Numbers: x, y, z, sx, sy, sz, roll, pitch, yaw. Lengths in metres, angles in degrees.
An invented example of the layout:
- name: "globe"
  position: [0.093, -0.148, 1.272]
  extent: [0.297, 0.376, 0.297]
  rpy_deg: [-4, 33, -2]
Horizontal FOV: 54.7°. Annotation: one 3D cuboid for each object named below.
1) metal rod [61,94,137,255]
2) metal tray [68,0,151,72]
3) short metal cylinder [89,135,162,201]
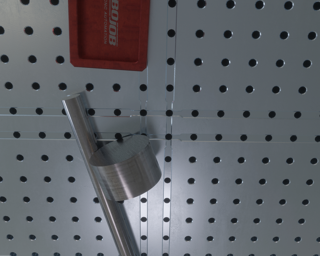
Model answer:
- name: "metal rod"
  position: [-0.078, 0.096, 0.447]
  extent: [0.025, 0.025, 0.298]
  rpy_deg: [-13, 110, 5]
- name: "metal tray"
  position: [-0.057, -0.135, 0.360]
  extent: [0.091, 0.030, 0.129]
  rpy_deg: [4, 110, -2]
- name: "short metal cylinder"
  position: [-0.044, 0.049, 0.402]
  extent: [0.080, 0.080, 0.050]
  rpy_deg: [-17, 109, 6]
